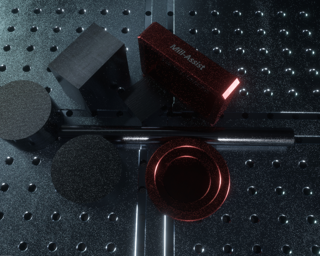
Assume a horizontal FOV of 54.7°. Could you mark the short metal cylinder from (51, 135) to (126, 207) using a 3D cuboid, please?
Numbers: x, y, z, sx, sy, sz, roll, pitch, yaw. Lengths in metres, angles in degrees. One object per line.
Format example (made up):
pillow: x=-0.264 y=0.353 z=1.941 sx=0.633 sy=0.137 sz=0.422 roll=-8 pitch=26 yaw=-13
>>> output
short metal cylinder: x=-0.084 y=0.054 z=0.377 sx=0.081 sy=0.050 sz=0.080 roll=0 pitch=70 yaw=0

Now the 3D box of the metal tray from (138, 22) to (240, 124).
metal tray: x=0.032 y=-0.068 z=0.402 sx=0.130 sy=0.090 sz=0.030 roll=38 pitch=75 yaw=13

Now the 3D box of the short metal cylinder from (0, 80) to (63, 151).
short metal cylinder: x=-0.173 y=-0.015 z=0.402 sx=0.081 sy=0.050 sz=0.080 roll=0 pitch=70 yaw=0

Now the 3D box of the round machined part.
round machined part: x=0.032 y=0.064 z=0.379 sx=0.099 sy=0.042 sz=0.098 roll=0 pitch=70 yaw=0

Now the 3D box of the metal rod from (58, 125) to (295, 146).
metal rod: x=0.021 y=0.010 z=0.408 sx=0.302 sy=0.025 sz=0.025 roll=1 pitch=70 yaw=0

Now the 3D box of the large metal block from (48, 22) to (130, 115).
large metal block: x=-0.088 y=-0.075 z=0.410 sx=0.050 sy=0.080 sz=0.080 roll=37 pitch=74 yaw=12

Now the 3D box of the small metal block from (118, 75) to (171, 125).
small metal block: x=-0.020 y=-0.036 z=0.425 sx=0.050 sy=0.025 sz=0.050 roll=-37 pitch=74 yaw=-13
